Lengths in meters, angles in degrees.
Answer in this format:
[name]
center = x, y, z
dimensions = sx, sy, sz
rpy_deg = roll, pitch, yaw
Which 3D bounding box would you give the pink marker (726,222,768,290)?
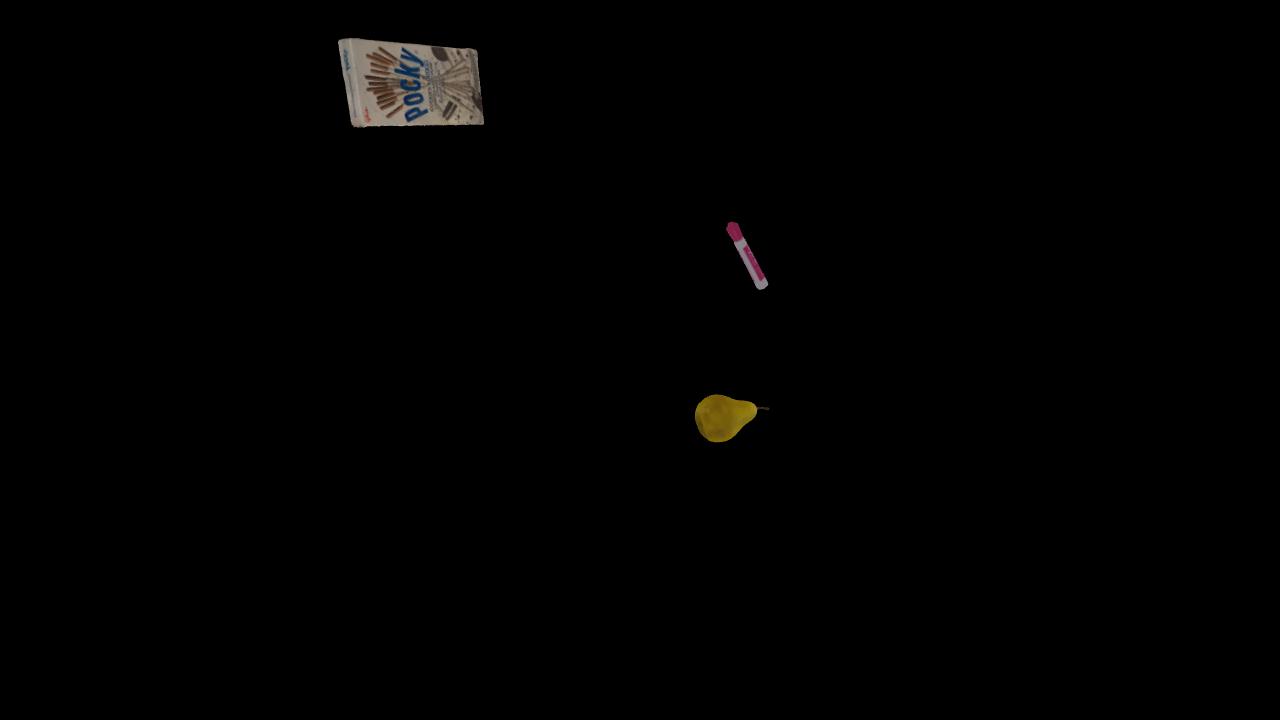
[pink marker]
center = 0.161, -0.156, 0.922
dimensions = 0.020, 0.020, 0.121
rpy_deg = 0, -44, 43

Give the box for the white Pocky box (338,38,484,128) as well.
[white Pocky box]
center = -0.244, -0.300, 0.673
dimensions = 0.028, 0.084, 0.154
rpy_deg = 16, 27, 36

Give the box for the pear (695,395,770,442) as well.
[pear]
center = 0.144, 0.084, 0.967
dimensions = 0.111, 0.080, 0.080
rpy_deg = -18, 4, -13
